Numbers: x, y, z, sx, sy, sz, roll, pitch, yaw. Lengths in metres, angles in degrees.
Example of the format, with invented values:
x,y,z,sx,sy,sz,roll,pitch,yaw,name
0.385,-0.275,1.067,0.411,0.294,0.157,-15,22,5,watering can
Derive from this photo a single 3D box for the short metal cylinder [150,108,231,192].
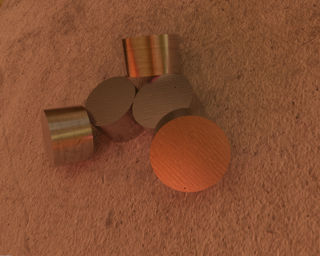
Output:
x,y,z,sx,sy,sz,roll,pitch,yaw,name
0.031,0.021,0.333,0.080,0.080,0.050,-32,10,7,short metal cylinder

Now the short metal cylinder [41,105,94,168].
x,y,z,sx,sy,sz,roll,pitch,yaw,name
-0.128,0.010,0.423,0.050,0.079,0.080,-11,45,-27,short metal cylinder

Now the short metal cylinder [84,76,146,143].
x,y,z,sx,sy,sz,roll,pitch,yaw,name
-0.058,-0.026,0.435,0.080,0.050,0.080,-13,56,21,short metal cylinder

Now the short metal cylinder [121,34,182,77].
x,y,z,sx,sy,sz,roll,pitch,yaw,name
-0.012,-0.100,0.430,0.080,0.080,0.050,2,105,29,short metal cylinder

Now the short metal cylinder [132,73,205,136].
x,y,z,sx,sy,sz,roll,pitch,yaw,name
0.012,-0.023,0.397,0.080,0.050,0.080,-13,56,21,short metal cylinder
